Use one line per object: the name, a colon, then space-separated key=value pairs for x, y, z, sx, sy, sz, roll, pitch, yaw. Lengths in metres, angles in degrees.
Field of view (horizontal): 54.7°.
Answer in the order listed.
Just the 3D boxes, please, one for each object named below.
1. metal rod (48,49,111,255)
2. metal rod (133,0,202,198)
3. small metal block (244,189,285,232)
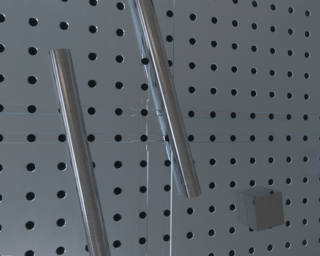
metal rod: x=-0.093 y=0.055 z=0.378 sx=0.025 sy=0.025 sz=0.298 roll=-12 pitch=94 yaw=-20
metal rod: x=0.008 y=-0.051 z=0.415 sx=0.025 sy=0.025 sz=0.298 roll=-17 pitch=96 yaw=-19
small metal block: x=0.159 y=0.124 z=0.471 sx=0.050 sy=0.025 sz=0.050 roll=-7 pitch=93 yaw=-20
